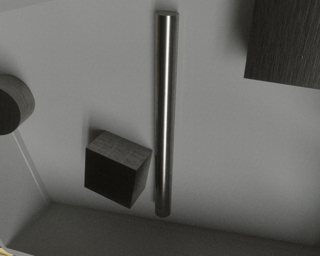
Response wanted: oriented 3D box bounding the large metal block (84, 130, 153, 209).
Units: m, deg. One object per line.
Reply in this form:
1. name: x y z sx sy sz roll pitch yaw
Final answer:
1. large metal block: -0.063 0.062 0.462 0.080 0.050 0.079 22 127 14

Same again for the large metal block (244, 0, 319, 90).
1. large metal block: 0.125 -0.084 0.274 0.080 0.050 0.079 13 124 20

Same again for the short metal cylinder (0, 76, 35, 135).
1. short metal cylinder: -0.245 -0.035 0.480 0.080 0.050 0.079 1 116 3

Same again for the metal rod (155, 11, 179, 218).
1. metal rod: 0.006 0.005 0.406 0.025 0.025 0.298 14 124 20
